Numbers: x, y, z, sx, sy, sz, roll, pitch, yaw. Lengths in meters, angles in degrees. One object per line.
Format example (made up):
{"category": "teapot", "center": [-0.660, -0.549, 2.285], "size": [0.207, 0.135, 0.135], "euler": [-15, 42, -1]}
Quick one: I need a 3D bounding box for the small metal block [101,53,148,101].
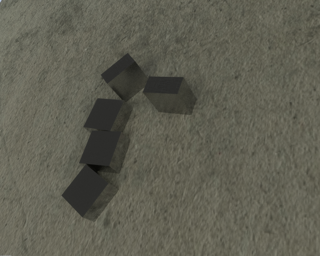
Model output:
{"category": "small metal block", "center": [-0.050, -0.073, 0.457], "size": [0.050, 0.050, 0.025], "euler": [-39, 51, 1]}

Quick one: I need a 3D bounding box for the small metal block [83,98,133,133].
{"category": "small metal block", "center": [-0.075, -0.014, 0.450], "size": [0.050, 0.025, 0.050], "euler": [7, 64, 31]}

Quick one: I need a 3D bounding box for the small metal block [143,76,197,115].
{"category": "small metal block", "center": [0.014, -0.042, 0.405], "size": [0.050, 0.050, 0.025], "euler": [7, 65, 31]}

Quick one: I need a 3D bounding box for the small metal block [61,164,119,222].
{"category": "small metal block", "center": [-0.090, 0.083, 0.398], "size": [0.050, 0.025, 0.050], "euler": [30, 78, 37]}

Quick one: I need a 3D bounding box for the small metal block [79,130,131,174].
{"category": "small metal block", "center": [-0.074, 0.032, 0.421], "size": [0.050, 0.025, 0.050], "euler": [2, 61, 28]}
